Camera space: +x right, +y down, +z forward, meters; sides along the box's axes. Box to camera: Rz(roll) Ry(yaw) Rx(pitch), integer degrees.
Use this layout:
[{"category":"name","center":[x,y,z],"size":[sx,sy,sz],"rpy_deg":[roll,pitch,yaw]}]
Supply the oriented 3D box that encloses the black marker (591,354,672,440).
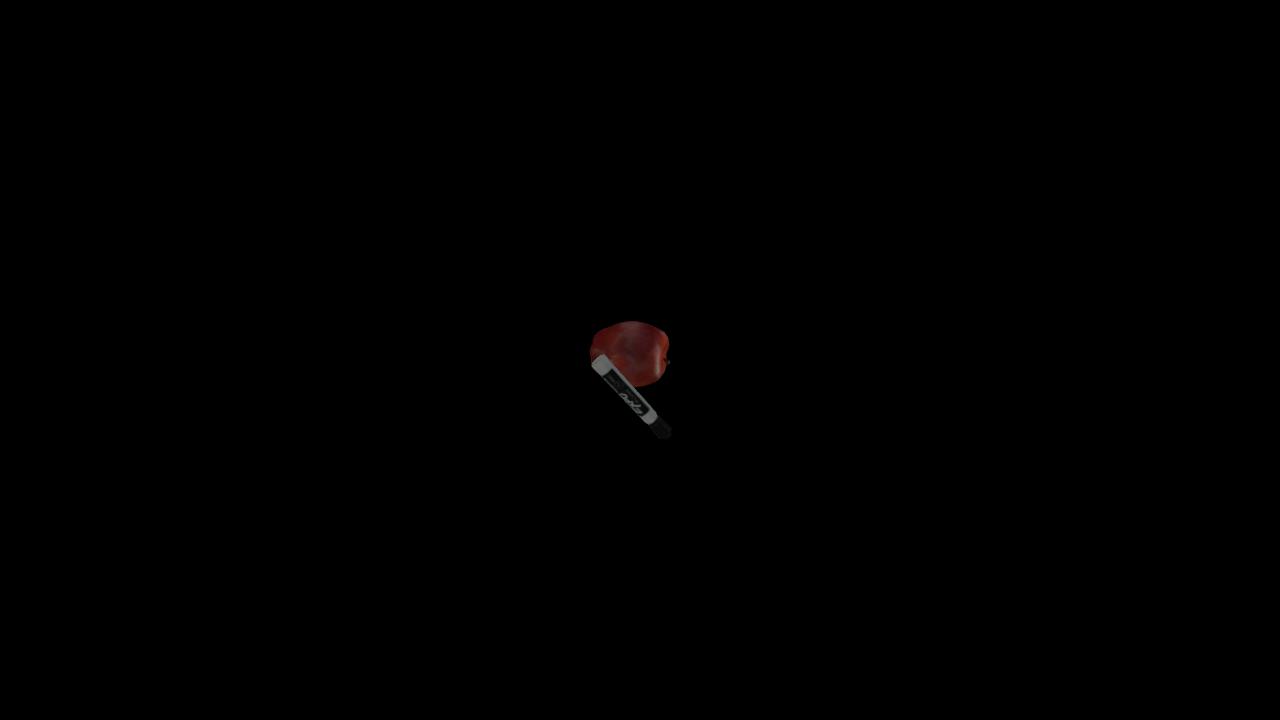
[{"category":"black marker","center":[-0.006,0.043,0.668],"size":[0.020,0.121,0.020],"rpy_deg":[-37,18,14]}]

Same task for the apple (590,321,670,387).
[{"category":"apple","center":[-0.010,-0.007,0.703],"size":[0.093,0.079,0.079],"rpy_deg":[8,2,15]}]
